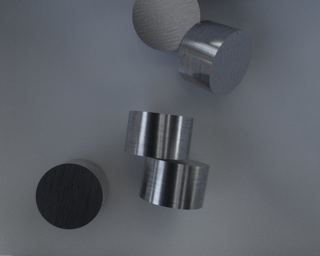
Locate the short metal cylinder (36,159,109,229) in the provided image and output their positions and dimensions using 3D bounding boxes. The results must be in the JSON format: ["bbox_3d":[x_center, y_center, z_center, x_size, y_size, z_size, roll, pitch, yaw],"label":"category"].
[{"bbox_3d":[-0.109,0.082,0.398,0.081,0.050,0.079,0,90,-1],"label":"short metal cylinder"}]

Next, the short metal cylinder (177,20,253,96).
[{"bbox_3d":[0.068,-0.085,0.378,0.050,0.080,0.080,33,90,37],"label":"short metal cylinder"}]

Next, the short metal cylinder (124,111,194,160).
[{"bbox_3d":[-0.001,0.008,0.384,0.081,0.080,0.050,7,90,-1],"label":"short metal cylinder"}]

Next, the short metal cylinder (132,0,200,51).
[{"bbox_3d":[0.007,-0.138,0.391,0.081,0.050,0.079,0,103,-1],"label":"short metal cylinder"}]

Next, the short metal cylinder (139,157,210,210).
[{"bbox_3d":[0.018,0.064,0.384,0.080,0.080,0.050,10,90,-1],"label":"short metal cylinder"}]
